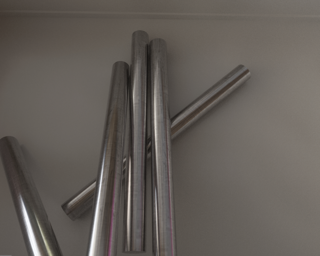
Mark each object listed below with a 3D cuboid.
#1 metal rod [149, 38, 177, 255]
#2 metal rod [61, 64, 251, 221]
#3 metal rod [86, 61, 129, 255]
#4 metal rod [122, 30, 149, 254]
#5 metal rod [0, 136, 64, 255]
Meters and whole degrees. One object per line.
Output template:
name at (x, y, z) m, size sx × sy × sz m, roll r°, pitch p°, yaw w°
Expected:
metal rod at (0.001, 0.009, 0.377) m, size 0.025 × 0.025 × 0.299 m, roll -1°, pitch 61°, yaw -1°
metal rod at (0.004, 0.011, 0.405) m, size 0.301 × 0.025 × 0.025 m, roll -38°, pitch 75°, yaw -13°
metal rod at (-0.052, 0.022, 0.337) m, size 0.025 × 0.025 × 0.300 m, roll -1°, pitch 45°, yaw -1°
metal rod at (-0.028, -0.004, 0.388) m, size 0.025 × 0.025 × 0.299 m, roll 0°, pitch 62°, yaw -1°
metal rod at (-0.119, 0.087, 0.292) m, size 0.025 × 0.025 × 0.300 m, roll -36°, pitch 41°, yaw -12°
